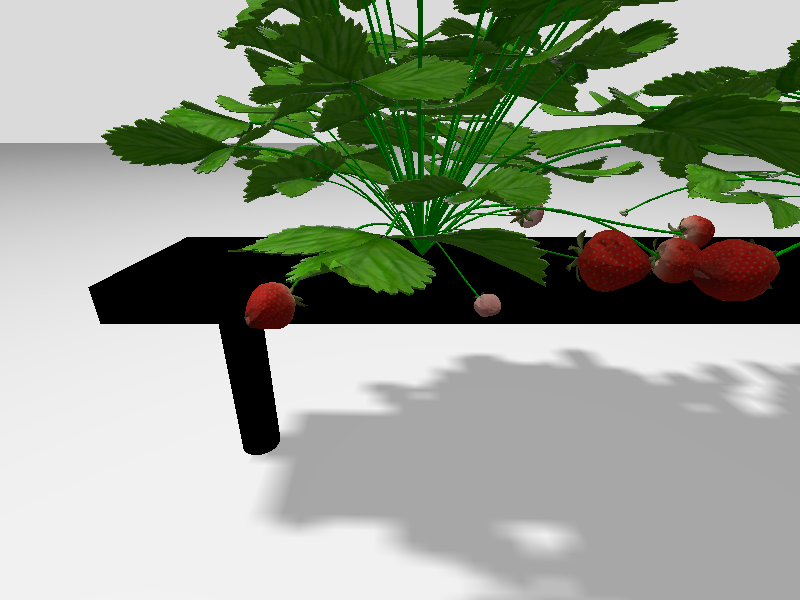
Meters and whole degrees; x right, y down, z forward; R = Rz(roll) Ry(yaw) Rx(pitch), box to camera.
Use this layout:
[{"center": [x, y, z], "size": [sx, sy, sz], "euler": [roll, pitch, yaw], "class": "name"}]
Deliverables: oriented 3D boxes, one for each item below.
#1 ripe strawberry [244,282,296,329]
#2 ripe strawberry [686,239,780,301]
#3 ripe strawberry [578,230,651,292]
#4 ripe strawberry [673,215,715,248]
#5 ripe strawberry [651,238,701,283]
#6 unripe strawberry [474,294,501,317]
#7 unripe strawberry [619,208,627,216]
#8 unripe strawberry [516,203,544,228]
[{"center": [-0.074, 0.005, 0.223], "size": [0.027, 0.028, 0.029], "euler": [14, 34, 30], "class": "ripe strawberry"}, {"center": [0.209, -0.018, 0.257], "size": [0.041, 0.041, 0.045], "euler": [-10, 25, -20], "class": "ripe strawberry"}, {"center": [0.145, -0.025, 0.272], "size": [0.043, 0.043, 0.047], "euler": [16, 28, 32], "class": "ripe strawberry"}, {"center": [0.273, -0.062, 0.370], "size": [0.031, 0.033, 0.029], "euler": [-1, 23, -3], "class": "ripe strawberry"}, {"center": [0.203, -0.027, 0.289], "size": [0.033, 0.033, 0.036], "euler": [15, 27, 17], "class": "ripe strawberry"}, {"center": [0.053, 0.004, 0.239], "size": [0.016, 0.014, 0.015], "euler": [-6, 24, -13], "class": "unripe strawberry"}, {"center": [0.298, -0.117, 0.534], "size": [0.011, 0.010, 0.010], "euler": [-20, 30, -39], "class": "unripe strawberry"}, {"center": [0.150, -0.100, 0.456], "size": [0.033, 0.034, 0.030], "euler": [-18, 29, -36], "class": "unripe strawberry"}]
